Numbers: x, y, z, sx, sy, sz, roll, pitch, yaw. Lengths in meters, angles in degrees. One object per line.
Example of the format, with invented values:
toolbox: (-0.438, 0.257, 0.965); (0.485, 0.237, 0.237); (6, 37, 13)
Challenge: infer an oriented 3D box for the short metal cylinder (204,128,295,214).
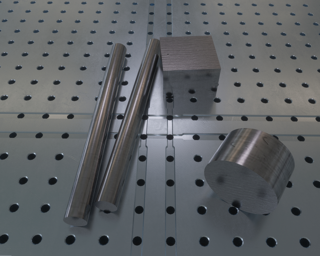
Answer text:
short metal cylinder: (0.095, 0.047, 0.334); (0.080, 0.080, 0.050); (27, 55, 21)

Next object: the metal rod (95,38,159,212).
metal rod: (-0.034, -0.028, 0.430); (0.025, 0.025, 0.300); (7, 50, 6)

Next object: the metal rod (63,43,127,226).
metal rod: (-0.078, -0.016, 0.420); (0.025, 0.025, 0.300); (3, 50, 2)

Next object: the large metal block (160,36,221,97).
large metal block: (0.042, -0.095, 0.472); (0.081, 0.050, 0.080); (-3, 50, -3)
